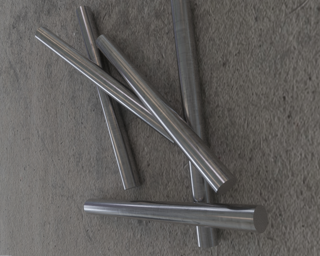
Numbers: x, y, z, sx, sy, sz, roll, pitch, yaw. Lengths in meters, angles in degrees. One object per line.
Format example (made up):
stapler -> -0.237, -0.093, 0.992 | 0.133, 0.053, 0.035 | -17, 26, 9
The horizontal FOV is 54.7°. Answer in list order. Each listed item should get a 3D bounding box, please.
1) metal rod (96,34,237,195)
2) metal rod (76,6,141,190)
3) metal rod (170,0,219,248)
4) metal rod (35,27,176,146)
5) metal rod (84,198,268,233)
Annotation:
metal rod -> -0.011, -0.038, 0.390 | 0.300, 0.025, 0.025 | 51, 120, 36
metal rod -> -0.082, -0.054, 0.472 | 0.025, 0.025, 0.299 | -28, 73, 36
metal rod -> 0.040, -0.013, 0.371 | 0.025, 0.025, 0.298 | -10, 84, 39
metal rod -> -0.084, -0.071, 0.446 | 0.300, 0.025, 0.025 | 37, 113, 24
metal rod -> -0.010, 0.104, 0.389 | 0.299, 0.025, 0.025 | -12, 82, 46
